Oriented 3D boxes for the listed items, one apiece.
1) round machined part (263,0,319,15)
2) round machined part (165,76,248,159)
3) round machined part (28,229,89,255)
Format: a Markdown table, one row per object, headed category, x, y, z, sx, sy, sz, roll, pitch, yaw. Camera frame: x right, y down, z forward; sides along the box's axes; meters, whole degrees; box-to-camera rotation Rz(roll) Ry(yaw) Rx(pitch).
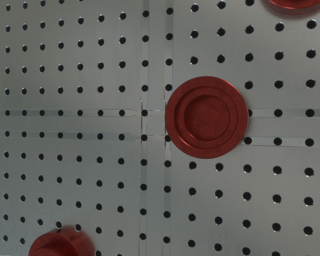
| category | x | y | z | sx | sy | sz | roll | pitch | yaw |
| --- | --- | --- | --- | --- | --- | --- | --- | --- | --- |
| round machined part | 0.159 | -0.183 | 0.348 | 0.098 | 0.042 | 0.097 | 0 | 90 | 19 |
| round machined part | 0.059 | -0.013 | 0.382 | 0.098 | 0.042 | 0.097 | 0 | 90 | 19 |
| round machined part | -0.157 | 0.204 | 0.457 | 0.098 | 0.042 | 0.097 | 0 | 90 | 19 |
